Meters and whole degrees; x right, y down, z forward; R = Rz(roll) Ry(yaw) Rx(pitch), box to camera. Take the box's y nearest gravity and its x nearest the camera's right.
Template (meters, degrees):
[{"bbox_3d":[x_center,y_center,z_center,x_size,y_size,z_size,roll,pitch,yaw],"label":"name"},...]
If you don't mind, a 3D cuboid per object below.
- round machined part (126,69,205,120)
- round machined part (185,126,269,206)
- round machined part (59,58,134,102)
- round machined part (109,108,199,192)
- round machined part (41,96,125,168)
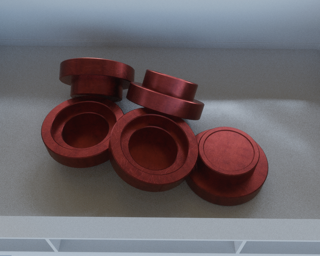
[{"bbox_3d":[0.010,-0.045,0.395,0.099,0.042,0.098,16,10,-3],"label":"round machined part"},{"bbox_3d":[0.077,0.037,0.361,0.099,0.042,0.098,0,50,0],"label":"round machined part"},{"bbox_3d":[-0.085,-0.060,0.418,0.099,0.098,0.042,2,86,1],"label":"round machined part"},{"bbox_3d":[-0.009,0.028,0.353,0.099,0.042,0.098,8,55,-11],"label":"round machined part"},{"bbox_3d":[-0.090,0.009,0.382,0.099,0.042,0.098,0,50,0],"label":"round machined part"}]
